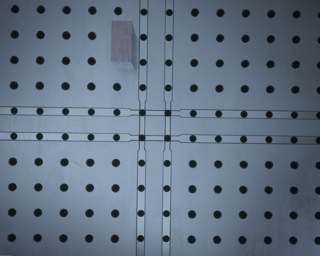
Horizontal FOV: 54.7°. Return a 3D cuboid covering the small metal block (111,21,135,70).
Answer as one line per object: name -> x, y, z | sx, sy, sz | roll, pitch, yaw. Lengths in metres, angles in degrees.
small metal block -> -0.047, -0.105, 0.400 | 0.025, 0.050, 0.050 | 1, 90, 0
